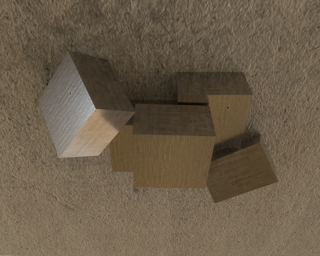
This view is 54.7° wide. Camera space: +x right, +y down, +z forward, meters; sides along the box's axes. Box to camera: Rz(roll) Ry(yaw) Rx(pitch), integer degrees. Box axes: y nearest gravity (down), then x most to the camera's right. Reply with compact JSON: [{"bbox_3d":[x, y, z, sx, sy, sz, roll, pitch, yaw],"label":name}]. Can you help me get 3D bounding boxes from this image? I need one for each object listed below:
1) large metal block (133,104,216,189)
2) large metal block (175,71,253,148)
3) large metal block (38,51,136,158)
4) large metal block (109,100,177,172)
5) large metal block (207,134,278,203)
[{"bbox_3d":[0.012,0.021,0.342,0.081,0.050,0.079,2,130,-2],"label":"large metal block"},{"bbox_3d":[0.059,-0.021,0.376,0.081,0.050,0.079,0,130,-1],"label":"large metal block"},{"bbox_3d":[-0.084,-0.024,0.342,0.050,0.080,0.080,2,140,-48],"label":"large metal block"},{"bbox_3d":[-0.021,0.011,0.399,0.081,0.050,0.079,0,130,-1],"label":"large metal block"},{"bbox_3d":[0.104,0.051,0.409,0.080,0.080,0.050,-25,88,19],"label":"large metal block"}]
